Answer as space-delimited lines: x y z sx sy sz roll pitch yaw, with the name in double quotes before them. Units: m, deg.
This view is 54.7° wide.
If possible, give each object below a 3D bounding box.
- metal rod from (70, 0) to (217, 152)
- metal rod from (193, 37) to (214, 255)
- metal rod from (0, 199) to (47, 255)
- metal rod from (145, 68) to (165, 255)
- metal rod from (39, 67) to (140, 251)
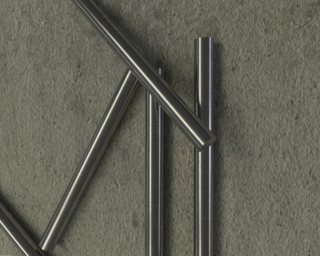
"metal rod" -0.035 -0.089 0.398 0.025 0.025 0.300 -45 68 14
"metal rod" 0.055 0.039 0.389 0.025 0.025 0.298 0 90 20
"metal rod" -0.236 0.157 0.492 0.300 0.025 0.025 42 103 15
"metal rod" -0.007 0.072 0.411 0.025 0.025 0.298 0 90 20
"metal rod" -0.101 0.048 0.444 0.025 0.025 0.299 31 100 17
